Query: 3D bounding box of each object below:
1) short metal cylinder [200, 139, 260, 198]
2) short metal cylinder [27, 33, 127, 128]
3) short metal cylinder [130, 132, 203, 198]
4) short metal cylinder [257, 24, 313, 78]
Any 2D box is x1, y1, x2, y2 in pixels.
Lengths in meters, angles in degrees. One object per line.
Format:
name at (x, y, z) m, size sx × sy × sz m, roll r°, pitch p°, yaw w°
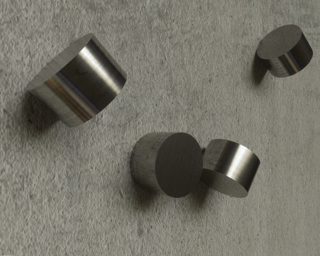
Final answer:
short metal cylinder at (0.098, 0.059, 0.451) m, size 0.080 × 0.080 × 0.050 m, roll 45°, pitch 63°, yaw -31°
short metal cylinder at (-0.079, -0.047, 0.302) m, size 0.050 × 0.080 × 0.080 m, roll 50°, pitch 61°, yaw -29°
short metal cylinder at (0.009, 0.045, 0.396) m, size 0.081 × 0.050 × 0.080 m, roll 0°, pitch 90°, yaw -40°
short metal cylinder at (0.223, -0.137, 0.555) m, size 0.050 × 0.080 × 0.080 m, roll 41°, pitch 65°, yaw -33°
